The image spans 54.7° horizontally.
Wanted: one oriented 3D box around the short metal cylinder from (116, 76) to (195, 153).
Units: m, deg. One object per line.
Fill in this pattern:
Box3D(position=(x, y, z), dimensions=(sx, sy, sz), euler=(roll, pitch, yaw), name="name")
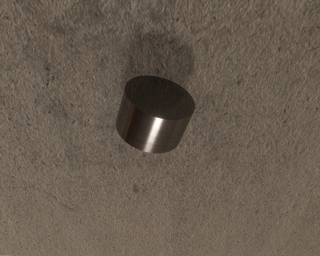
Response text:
Box3D(position=(-0.006, -0.017, 0.357), dimensions=(0.081, 0.080, 0.050), euler=(12, 129, -11), name="short metal cylinder")
